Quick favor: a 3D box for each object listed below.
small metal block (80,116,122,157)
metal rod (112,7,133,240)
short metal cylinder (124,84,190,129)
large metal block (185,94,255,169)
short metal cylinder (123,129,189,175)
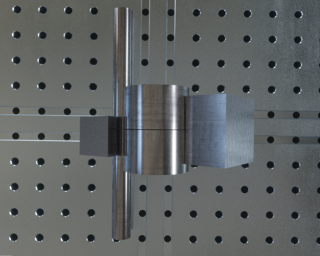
[{"bbox_3d":[-0.076,0.010,0.398,0.050,0.025,0.050,0,89,34],"label":"small metal block"},{"bbox_3d":[-0.050,-0.006,0.408,0.025,0.025,0.298,0,90,0],"label":"metal rod"},{"bbox_3d":[-0.004,-0.024,0.382,0.081,0.080,0.050,1,90,0],"label":"short metal cylinder"},{"bbox_3d":[0.075,0.003,0.375,0.050,0.081,0.079,1,91,38],"label":"large metal block"},{"bbox_3d":[-0.004,0.027,0.382,0.081,0.080,0.050,1,90,0],"label":"short metal cylinder"}]
